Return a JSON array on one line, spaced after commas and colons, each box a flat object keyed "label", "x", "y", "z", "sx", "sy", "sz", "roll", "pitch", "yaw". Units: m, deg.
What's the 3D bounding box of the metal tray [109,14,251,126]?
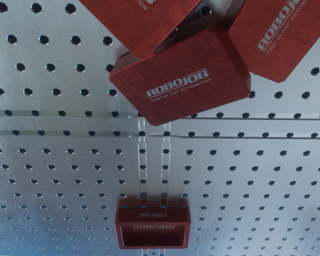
[{"label": "metal tray", "x": 0.021, "y": -0.055, "z": 0.341, "sx": 0.130, "sy": 0.030, "sz": 0.090, "roll": -17, "pitch": 130, "yaw": 32}]

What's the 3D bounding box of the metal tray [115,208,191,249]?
[{"label": "metal tray", "x": -0.012, "y": 0.184, "z": 0.565, "sx": 0.131, "sy": 0.030, "sz": 0.089, "roll": 0, "pitch": 130, "yaw": 0}]

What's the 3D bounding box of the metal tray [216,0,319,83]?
[{"label": "metal tray", "x": 0.122, "y": -0.116, "z": 0.311, "sx": 0.091, "sy": 0.030, "sz": 0.129, "roll": 18, "pitch": 128, "yaw": -15}]

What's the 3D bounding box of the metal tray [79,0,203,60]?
[{"label": "metal tray", "x": -0.030, "y": -0.136, "z": 0.264, "sx": 0.130, "sy": 0.030, "sz": 0.090, "roll": 44, "pitch": 119, "yaw": -8}]
